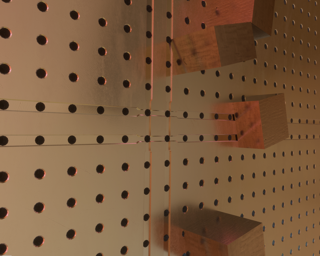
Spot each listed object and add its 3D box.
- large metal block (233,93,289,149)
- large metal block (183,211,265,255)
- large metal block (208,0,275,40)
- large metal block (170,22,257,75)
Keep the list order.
[{"bbox_3d":[0.177,-0.014,0.539,0.081,0.050,0.080,-17,101,-39],"label":"large metal block"},{"bbox_3d":[0.093,0.166,0.451,0.081,0.080,0.050,-12,98,-39],"label":"large metal block"},{"bbox_3d":[0.125,-0.179,0.476,0.050,0.080,0.080,14,81,-39],"label":"large metal block"},{"bbox_3d":[0.075,-0.111,0.434,0.081,0.080,0.050,-20,103,-38],"label":"large metal block"}]
